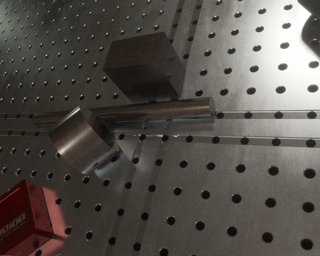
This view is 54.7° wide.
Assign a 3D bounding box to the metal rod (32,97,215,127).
[{"bbox_3d":[-0.069,-0.020,0.454,0.301,0.025,0.025,-3,60,26],"label":"metal rod"}]

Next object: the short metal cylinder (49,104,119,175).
[{"bbox_3d":[-0.100,0.015,0.414,0.050,0.080,0.080,-39,51,2],"label":"short metal cylinder"}]

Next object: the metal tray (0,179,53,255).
[{"bbox_3d":[-0.218,0.144,0.428,0.130,0.030,0.090,-36,51,3],"label":"metal tray"}]

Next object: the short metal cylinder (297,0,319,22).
[{"bbox_3d":[0.211,-0.167,0.364,0.080,0.080,0.050,-29,52,9],"label":"short metal cylinder"}]

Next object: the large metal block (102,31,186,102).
[{"bbox_3d":[-0.019,-0.081,0.431,0.080,0.080,0.050,-2,61,27],"label":"large metal block"}]
